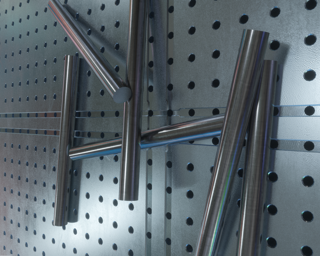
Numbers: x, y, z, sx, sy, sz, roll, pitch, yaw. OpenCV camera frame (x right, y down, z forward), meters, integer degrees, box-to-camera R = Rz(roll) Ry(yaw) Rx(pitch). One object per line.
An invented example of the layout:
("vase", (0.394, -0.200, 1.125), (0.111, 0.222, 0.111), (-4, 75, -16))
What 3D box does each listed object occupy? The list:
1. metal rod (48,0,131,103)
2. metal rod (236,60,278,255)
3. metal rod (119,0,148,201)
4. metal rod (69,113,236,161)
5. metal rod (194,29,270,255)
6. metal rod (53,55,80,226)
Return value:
("metal rod", (-0.121, -0.134, 0.480), (0.300, 0.025, 0.025), (52, 121, 38))
("metal rod", (0.098, 0.080, 0.328), (0.025, 0.025, 0.298), (7, 94, 40))
("metal rod", (-0.034, -0.056, 0.416), (0.025, 0.025, 0.299), (-4, 81, 40))
("metal rod", (-0.031, 0.019, 0.436), (0.299, 0.025, 0.025), (-13, 82, 39))
("metal rod", (0.069, 0.050, 0.334), (0.025, 0.025, 0.298), (21, 109, 38))
("metal rod", (-0.165, 0.025, 0.547), (0.025, 0.025, 0.298), (10, 96, 40))
